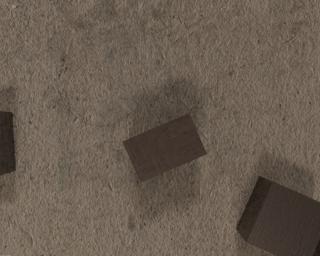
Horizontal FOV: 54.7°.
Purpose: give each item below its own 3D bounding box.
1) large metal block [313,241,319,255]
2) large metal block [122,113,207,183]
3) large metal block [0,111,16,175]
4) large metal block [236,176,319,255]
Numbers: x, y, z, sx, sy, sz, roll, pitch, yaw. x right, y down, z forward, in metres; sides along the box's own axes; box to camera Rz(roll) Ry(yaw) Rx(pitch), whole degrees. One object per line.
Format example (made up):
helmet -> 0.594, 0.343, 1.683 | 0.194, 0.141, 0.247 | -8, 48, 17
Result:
large metal block -> 0.239, 0.189, 0.401 | 0.081, 0.050, 0.080 | 9, 90, -1
large metal block -> 0.005, 0.022, 0.383 | 0.080, 0.080, 0.050 | -23, 90, 0
large metal block -> -0.238, 0.021, 0.394 | 0.081, 0.050, 0.079 | -3, 90, -1
large metal block -> 0.157, 0.118, 0.400 | 0.080, 0.050, 0.080 | 24, 90, -1
